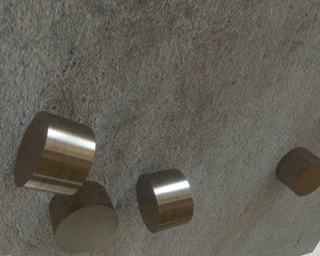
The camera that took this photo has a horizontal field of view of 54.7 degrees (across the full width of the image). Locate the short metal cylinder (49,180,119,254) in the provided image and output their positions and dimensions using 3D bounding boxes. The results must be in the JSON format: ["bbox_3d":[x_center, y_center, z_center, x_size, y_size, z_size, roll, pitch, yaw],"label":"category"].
[{"bbox_3d":[-0.101,0.116,0.408,0.081,0.050,0.079,-14,124,-21],"label":"short metal cylinder"}]

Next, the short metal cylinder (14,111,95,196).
[{"bbox_3d":[-0.112,0.028,0.327,0.050,0.080,0.080,22,106,-36],"label":"short metal cylinder"}]

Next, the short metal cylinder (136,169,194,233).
[{"bbox_3d":[0.005,0.101,0.436,0.050,0.080,0.079,-8,122,-24],"label":"short metal cylinder"}]

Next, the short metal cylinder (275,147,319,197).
[{"bbox_3d":[0.269,0.083,0.588,0.081,0.050,0.079,-14,124,-21],"label":"short metal cylinder"}]
